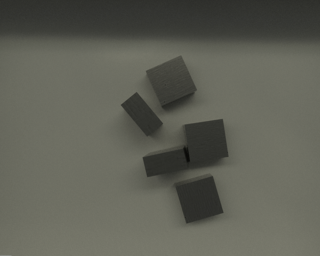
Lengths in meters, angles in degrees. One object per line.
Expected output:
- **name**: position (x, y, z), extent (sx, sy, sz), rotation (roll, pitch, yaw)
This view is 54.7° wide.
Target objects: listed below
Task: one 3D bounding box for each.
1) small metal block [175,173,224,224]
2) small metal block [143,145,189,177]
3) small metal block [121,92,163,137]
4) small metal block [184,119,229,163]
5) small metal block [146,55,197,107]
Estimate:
- **small metal block**: position (0.051, 0.093, 0.412), extent (0.050, 0.025, 0.050), rotation (-16, 90, -1)
- **small metal block**: position (0.009, 0.041, 0.396), extent (0.050, 0.050, 0.025), rotation (-13, 90, 8)
- **small metal block**: position (-0.022, -0.017, 0.399), extent (0.025, 0.050, 0.050), rotation (-40, 91, 0)
- **small metal block**: position (0.060, 0.016, 0.412), extent (0.050, 0.025, 0.050), rotation (-9, 90, -1)
- **small metal block**: position (0.015, -0.061, 0.412), extent (0.050, 0.025, 0.050), rotation (-24, 90, -1)
